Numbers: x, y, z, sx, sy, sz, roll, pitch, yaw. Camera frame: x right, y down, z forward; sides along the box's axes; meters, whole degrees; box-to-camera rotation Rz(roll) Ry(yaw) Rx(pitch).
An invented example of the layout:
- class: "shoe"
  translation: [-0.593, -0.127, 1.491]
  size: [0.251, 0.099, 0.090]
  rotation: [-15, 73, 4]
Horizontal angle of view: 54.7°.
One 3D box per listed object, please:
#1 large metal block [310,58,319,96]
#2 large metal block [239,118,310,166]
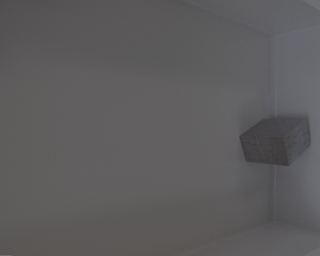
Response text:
- class: "large metal block"
  translation: [0.399, -0.117, 0.727]
  size: [0.081, 0.050, 0.080]
  rotation: [9, 84, -40]
- class: "large metal block"
  translation: [0.200, 0.022, 0.538]
  size: [0.081, 0.080, 0.050]
  rotation: [-29, 108, -36]
